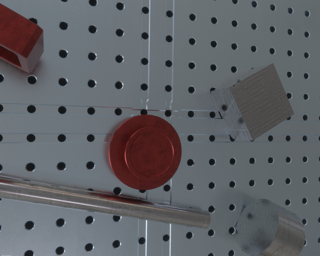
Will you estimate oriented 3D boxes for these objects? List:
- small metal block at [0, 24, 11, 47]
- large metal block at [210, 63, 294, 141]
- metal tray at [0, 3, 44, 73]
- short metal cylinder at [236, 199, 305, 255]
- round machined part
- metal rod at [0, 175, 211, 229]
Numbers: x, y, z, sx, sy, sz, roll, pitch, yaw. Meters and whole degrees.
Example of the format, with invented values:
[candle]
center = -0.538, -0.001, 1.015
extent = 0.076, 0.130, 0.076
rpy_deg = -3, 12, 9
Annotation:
[small metal block]
center = -0.203, -0.103, 0.338
extent = 0.050, 0.025, 0.050
rpy_deg = 41, 77, -16
[large metal block]
center = 0.133, -0.037, 0.449
extent = 0.080, 0.050, 0.080
rpy_deg = -29, 100, -18
[metal tray]
center = -0.177, -0.102, 0.286
extent = 0.131, 0.090, 0.030
rpy_deg = 28, 81, -18
[short metal cylinder]
center = 0.155, 0.148, 0.441
extent = 0.050, 0.080, 0.080
rpy_deg = 29, 81, -18
[round machined part]
center = -0.017, 0.031, 0.398
extent = 0.099, 0.042, 0.097
rpy_deg = 0, 90, -20
[metal rod]
center = -0.073, 0.093, 0.386
extent = 0.302, 0.025, 0.025
rpy_deg = 15, 85, -20
